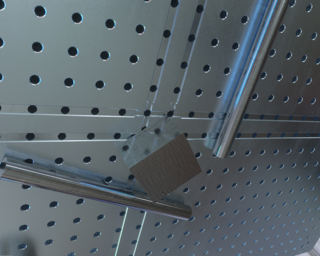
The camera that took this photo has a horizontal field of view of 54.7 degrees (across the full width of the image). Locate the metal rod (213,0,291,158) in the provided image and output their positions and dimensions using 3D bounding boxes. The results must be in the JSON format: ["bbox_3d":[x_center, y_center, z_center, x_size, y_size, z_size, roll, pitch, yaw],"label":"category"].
[{"bbox_3d":[0.132,-0.090,0.427,0.025,0.025,0.298,1,118,-29],"label":"metal rod"}]

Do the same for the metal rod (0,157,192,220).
[{"bbox_3d":[-0.065,0.094,0.433,0.302,0.025,0.025,24,105,-37],"label":"metal rod"}]

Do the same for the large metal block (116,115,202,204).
[{"bbox_3d":[0.000,0.043,0.422,0.080,0.050,0.080,-33,129,-7],"label":"large metal block"}]
